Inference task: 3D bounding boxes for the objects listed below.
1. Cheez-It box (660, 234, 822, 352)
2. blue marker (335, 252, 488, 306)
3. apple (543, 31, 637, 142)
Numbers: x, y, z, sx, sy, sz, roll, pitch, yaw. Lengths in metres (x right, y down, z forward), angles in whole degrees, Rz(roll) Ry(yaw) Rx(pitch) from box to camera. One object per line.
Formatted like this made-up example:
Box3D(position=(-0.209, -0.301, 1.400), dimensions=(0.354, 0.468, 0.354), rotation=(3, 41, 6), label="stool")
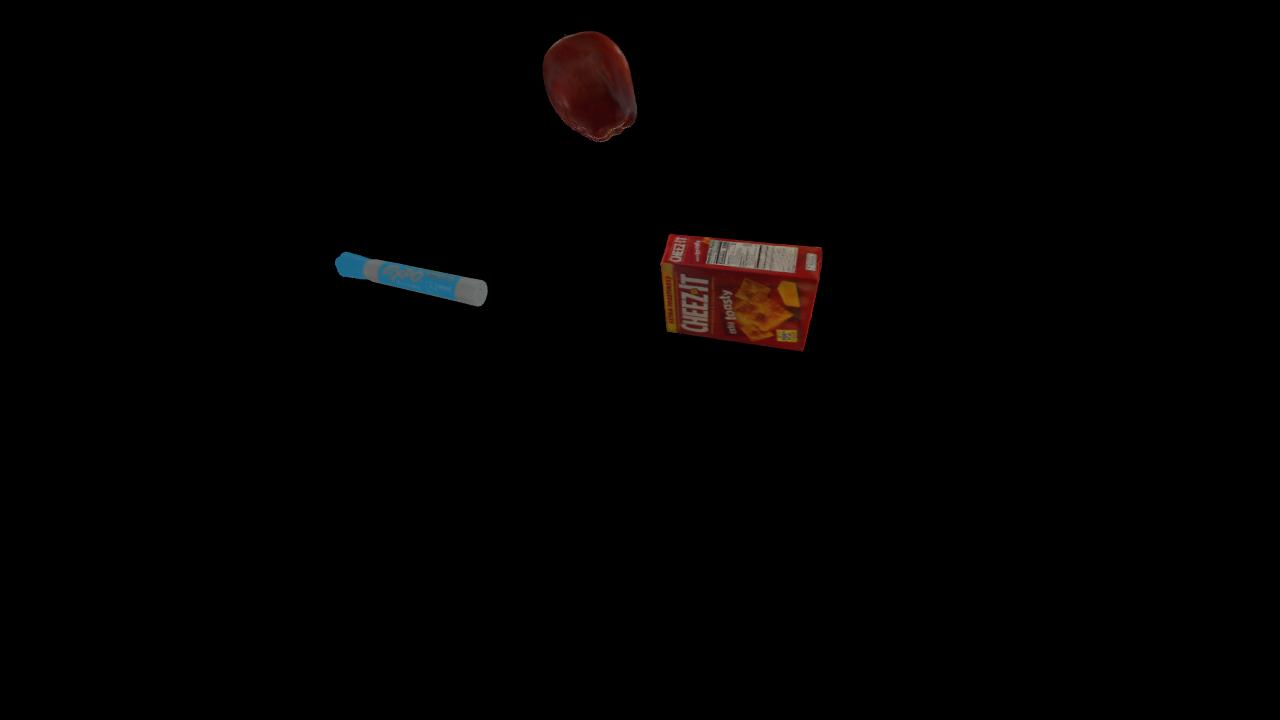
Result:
Box3D(position=(0.148, -0.100, 0.925), dimensions=(0.223, 0.071, 0.166), rotation=(9, -35, 12), label="Cheez-It box")
Box3D(position=(-0.168, -0.059, 0.444), dimensions=(0.121, 0.020, 0.020), rotation=(13, 3, 14), label="blue marker")
Box3D(position=(-0.045, -0.243, 0.545), dimensions=(0.079, 0.093, 0.079), rotation=(-28, 6, 3), label="apple")
